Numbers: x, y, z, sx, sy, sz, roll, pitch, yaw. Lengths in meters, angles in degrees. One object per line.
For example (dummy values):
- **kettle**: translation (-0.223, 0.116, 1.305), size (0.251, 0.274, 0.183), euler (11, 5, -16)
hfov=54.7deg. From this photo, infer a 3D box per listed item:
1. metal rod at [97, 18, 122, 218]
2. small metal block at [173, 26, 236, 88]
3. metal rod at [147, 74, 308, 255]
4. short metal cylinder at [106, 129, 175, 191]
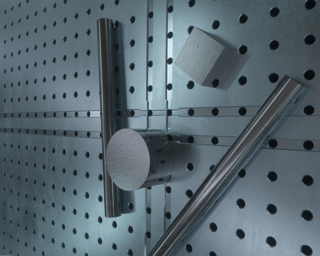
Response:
- **metal rod**: translation (-0.078, -0.017, 0.473), size (0.025, 0.025, 0.298), euler (-5, 87, 40)
- **small metal block**: translation (0.052, -0.084, 0.367), size (0.050, 0.025, 0.050), euler (45, 117, 30)
- **metal rod**: translation (0.060, 0.071, 0.359), size (0.025, 0.025, 0.298), euler (46, 117, 30)
- **short metal cylinder**: translation (-0.027, 0.040, 0.415), size (0.080, 0.050, 0.080), euler (0, 90, 40)
